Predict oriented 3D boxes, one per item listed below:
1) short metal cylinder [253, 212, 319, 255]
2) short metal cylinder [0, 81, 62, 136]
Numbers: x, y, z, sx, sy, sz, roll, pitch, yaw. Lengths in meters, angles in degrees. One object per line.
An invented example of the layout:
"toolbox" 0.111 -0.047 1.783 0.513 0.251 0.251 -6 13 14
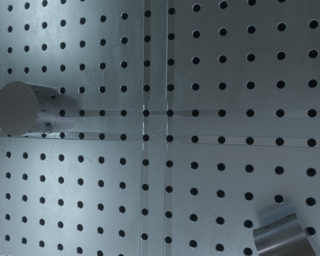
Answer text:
"short metal cylinder" 0.143 0.138 0.333 0.050 0.080 0.080 -31 80 17
"short metal cylinder" -0.199 -0.028 0.470 0.080 0.050 0.079 0 90 20
